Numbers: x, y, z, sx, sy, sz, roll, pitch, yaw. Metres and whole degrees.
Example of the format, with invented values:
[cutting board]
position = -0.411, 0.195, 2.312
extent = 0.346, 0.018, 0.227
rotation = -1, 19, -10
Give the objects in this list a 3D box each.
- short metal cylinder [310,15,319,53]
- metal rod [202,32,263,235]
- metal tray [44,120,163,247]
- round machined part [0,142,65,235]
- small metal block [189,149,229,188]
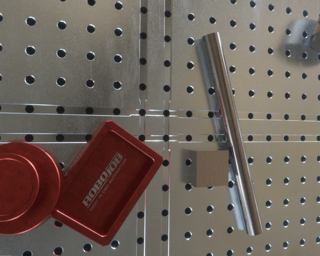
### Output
[short metal cylinder]
position = 0.289, -0.153, 0.492
extent = 0.080, 0.080, 0.050
rotation = 27, 81, -18
[metal rod]
position = 0.108, 0.012, 0.453
extent = 0.025, 0.025, 0.298
rotation = -16, 96, -20
[metal tray]
position = -0.068, 0.066, 0.385
extent = 0.090, 0.030, 0.130
rotation = 37, 78, -17
[round machined part]
position = -0.156, 0.063, 0.329
extent = 0.099, 0.042, 0.098
rotation = 1, 78, -2
[small metal block]
position = 0.069, 0.056, 0.440
extent = 0.050, 0.025, 0.050
rotation = 0, 90, -21
